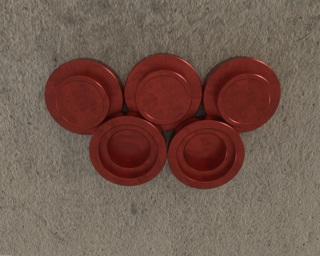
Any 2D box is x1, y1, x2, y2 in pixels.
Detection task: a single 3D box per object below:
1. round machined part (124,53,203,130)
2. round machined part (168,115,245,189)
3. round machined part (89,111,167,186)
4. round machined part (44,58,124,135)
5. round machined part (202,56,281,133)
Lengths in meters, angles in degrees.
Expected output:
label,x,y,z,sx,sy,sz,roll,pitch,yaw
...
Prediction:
label,x,y,z,sx,sy,sz,roll,pitch,yaw
round machined part,0.004,-0.042,0.387,0.099,0.042,0.097,0,110,-1
round machined part,0.059,0.029,0.413,0.099,0.042,0.097,0,110,-1
round machined part,-0.040,0.024,0.410,0.099,0.042,0.097,0,110,-1
round machined part,-0.095,-0.036,0.387,0.099,0.042,0.097,0,110,-1
round machined part,0.103,-0.039,0.389,0.099,0.042,0.097,0,110,-1
